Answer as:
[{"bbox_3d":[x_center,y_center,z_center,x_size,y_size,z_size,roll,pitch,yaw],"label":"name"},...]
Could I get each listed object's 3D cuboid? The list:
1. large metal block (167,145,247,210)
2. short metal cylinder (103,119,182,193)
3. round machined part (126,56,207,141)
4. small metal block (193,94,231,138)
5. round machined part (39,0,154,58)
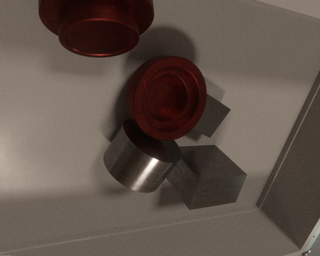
[{"bbox_3d":[0.063,0.068,0.452,0.081,0.080,0.050,-1,119,-29],"label":"large metal block"},{"bbox_3d":[-0.021,0.032,0.378,0.081,0.080,0.050,17,119,-35],"label":"short metal cylinder"},{"bbox_3d":[0.004,-0.037,0.369,0.099,0.042,0.097,-9,109,-29],"label":"round machined part"},{"bbox_3d":[0.062,-0.020,0.432,0.050,0.025,0.050,26,104,-37],"label":"small metal block"},{"bbox_3d":[-0.054,-0.095,0.273,0.099,0.098,0.042,1,76,-30],"label":"round machined part"}]
